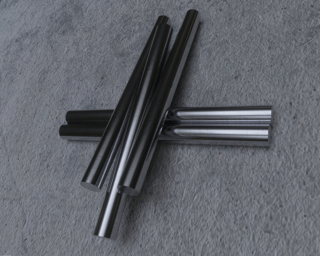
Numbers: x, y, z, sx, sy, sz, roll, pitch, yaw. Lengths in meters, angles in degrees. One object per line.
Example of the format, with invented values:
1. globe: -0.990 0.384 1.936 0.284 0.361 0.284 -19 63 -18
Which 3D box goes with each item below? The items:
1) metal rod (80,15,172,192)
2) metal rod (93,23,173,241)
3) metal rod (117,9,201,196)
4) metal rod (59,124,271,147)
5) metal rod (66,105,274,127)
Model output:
1. metal rod: -0.036 -0.054 0.429 0.025 0.025 0.300 1 54 28
2. metal rod: -0.026 -0.014 0.393 0.025 0.025 0.300 0 61 28
3. metal rod: 0.009 -0.054 0.405 0.025 0.025 0.300 1 54 28
4. metal rod: -0.013 0.007 0.408 0.300 0.025 0.025 0 62 28
5. metal rod: -0.006 -0.015 0.418 0.300 0.025 0.025 0 62 28
